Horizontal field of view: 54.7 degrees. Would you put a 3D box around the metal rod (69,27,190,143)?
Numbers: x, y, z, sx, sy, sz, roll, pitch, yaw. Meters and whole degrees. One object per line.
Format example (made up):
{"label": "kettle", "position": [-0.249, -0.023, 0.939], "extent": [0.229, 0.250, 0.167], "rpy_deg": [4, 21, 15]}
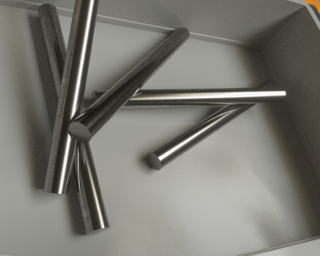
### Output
{"label": "metal rod", "position": [-0.020, -0.077, 0.414], "extent": [0.025, 0.025, 0.301], "rpy_deg": [39, 42, -3]}

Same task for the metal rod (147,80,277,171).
{"label": "metal rod", "position": [0.097, -0.018, 0.470], "extent": [0.302, 0.025, 0.025], "rpy_deg": [-29, 78, -38]}

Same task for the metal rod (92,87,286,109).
{"label": "metal rod", "position": [0.056, -0.044, 0.443], "extent": [0.303, 0.025, 0.025], "rpy_deg": [-4, 64, -23]}

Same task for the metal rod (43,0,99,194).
{"label": "metal rod", "position": [-0.087, -0.082, 0.333], "extent": [0.025, 0.025, 0.298], "rpy_deg": [10, 81, -23]}

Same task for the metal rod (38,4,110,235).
{"label": "metal rod", "position": [-0.108, -0.028, 0.365], "extent": [0.025, 0.025, 0.299], "rpy_deg": [-5, 64, -31]}
